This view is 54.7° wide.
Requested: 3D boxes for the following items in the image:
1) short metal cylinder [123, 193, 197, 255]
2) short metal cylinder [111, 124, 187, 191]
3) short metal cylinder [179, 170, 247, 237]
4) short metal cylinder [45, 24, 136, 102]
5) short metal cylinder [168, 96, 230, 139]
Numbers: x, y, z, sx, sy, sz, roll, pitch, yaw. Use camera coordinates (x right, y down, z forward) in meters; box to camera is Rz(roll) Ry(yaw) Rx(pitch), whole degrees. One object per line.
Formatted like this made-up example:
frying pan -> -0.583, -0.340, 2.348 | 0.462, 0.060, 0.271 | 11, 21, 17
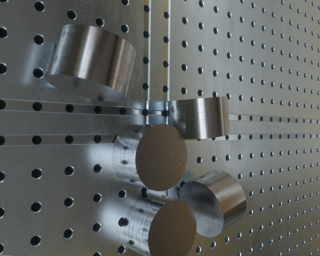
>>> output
short metal cylinder -> 0.001, 0.127, 0.396 | 0.081, 0.050, 0.079 | 0, 90, -40
short metal cylinder -> -0.012, 0.035, 0.384 | 0.081, 0.050, 0.079 | 0, 90, -40
short metal cylinder -> 0.073, 0.105, 0.438 | 0.050, 0.080, 0.079 | -16, 101, -39
short metal cylinder -> -0.069, -0.063, 0.317 | 0.080, 0.080, 0.050 | 19, 78, -39
short metal cylinder -> 0.052, -0.015, 0.419 | 0.081, 0.080, 0.050 | -9, 96, -40
